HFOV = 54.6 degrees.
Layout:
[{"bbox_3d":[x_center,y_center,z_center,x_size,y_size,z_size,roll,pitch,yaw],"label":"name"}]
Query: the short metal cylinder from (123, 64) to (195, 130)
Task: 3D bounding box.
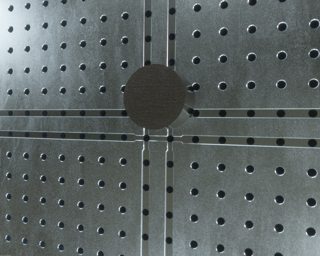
[{"bbox_3d":[0.000,-0.038,0.400,0.080,0.050,0.080,0,90,20],"label":"short metal cylinder"}]
